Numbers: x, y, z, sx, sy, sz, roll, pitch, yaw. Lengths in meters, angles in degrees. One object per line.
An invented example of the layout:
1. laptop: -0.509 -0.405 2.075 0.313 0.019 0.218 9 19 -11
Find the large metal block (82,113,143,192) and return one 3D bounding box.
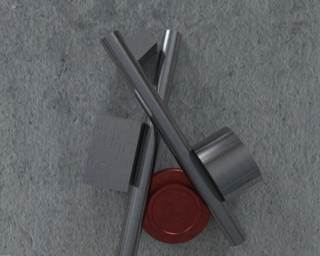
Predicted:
1. large metal block: -0.053 0.027 0.383 0.050 0.080 0.080 12 90 0

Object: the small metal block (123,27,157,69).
1. small metal block: -0.030 -0.096 0.398 0.050 0.050 0.025 -45 91 0

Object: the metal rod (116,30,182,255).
1. metal rod: -0.013 0.020 0.396 0.025 0.025 0.298 12 84 -1

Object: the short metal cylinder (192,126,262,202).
1. short metal cylinder: 0.081 0.045 0.385 0.050 0.080 0.080 -32 90 0

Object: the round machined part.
1. round machined part: 0.018 0.103 0.404 0.099 0.042 0.097 0 90 -1

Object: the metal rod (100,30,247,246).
1. metal rod: 0.022 0.020 0.377 0.025 0.025 0.299 -33 99 0
